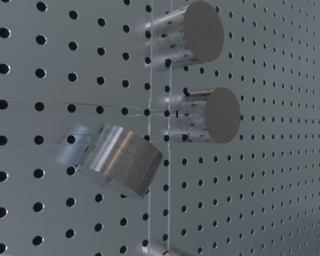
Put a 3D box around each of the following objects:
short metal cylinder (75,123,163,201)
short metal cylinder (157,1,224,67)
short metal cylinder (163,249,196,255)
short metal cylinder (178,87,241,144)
[{"bbox_3d":[-0.043,0.038,0.337,0.080,0.080,0.050,41,65,-33],"label":"short metal cylinder"},{"bbox_3d":[0.043,-0.127,0.428,0.081,0.050,0.079,0,90,-40],"label":"short metal cylinder"},{"bbox_3d":[0.033,0.213,0.421,0.081,0.050,0.079,0,90,-40],"label":"short metal cylinder"},{"bbox_3d":[0.073,-0.018,0.453,0.081,0.050,0.079,0,91,-40],"label":"short metal cylinder"}]
